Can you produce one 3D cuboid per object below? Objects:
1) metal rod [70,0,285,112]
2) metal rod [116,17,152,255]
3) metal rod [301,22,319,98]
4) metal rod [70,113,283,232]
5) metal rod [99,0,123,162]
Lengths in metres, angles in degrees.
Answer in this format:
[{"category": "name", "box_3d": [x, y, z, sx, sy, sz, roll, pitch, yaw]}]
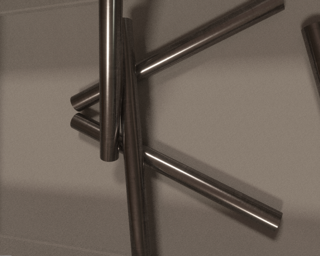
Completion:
[{"category": "metal rod", "box_3d": [0.009, -0.092, 0.406, 0.300, 0.025, 0.025, -24, 82, 18]}, {"category": "metal rod", "box_3d": [-0.036, 0.011, 0.394, 0.025, 0.025, 0.298, -5, 88, 19]}, {"category": "metal rod", "box_3d": [0.207, 0.030, 0.337, 0.025, 0.025, 0.298, -15, 85, 19]}, {"category": "metal rod", "box_3d": [0.008, 0.050, 0.406, 0.301, 0.025, 0.025, 25, 98, 17]}, {"category": "metal rod", "box_3d": [-0.055, -0.094, 0.344, 0.025, 0.025, 0.298, 15, 118, 19]}]
